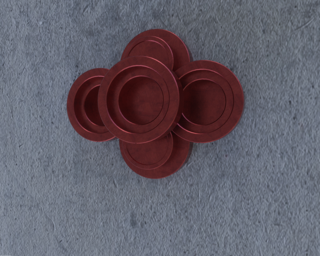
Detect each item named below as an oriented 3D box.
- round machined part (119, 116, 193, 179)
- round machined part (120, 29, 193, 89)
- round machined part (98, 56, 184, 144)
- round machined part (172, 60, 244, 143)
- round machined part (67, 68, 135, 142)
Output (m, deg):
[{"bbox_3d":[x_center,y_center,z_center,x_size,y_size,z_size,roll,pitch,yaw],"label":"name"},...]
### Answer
[{"bbox_3d":[-0.010,0.018,0.403,0.098,0.042,0.097,0,90,19],"label":"round machined part"},{"bbox_3d":[-0.009,-0.081,0.403,0.098,0.042,0.097,0,90,19],"label":"round machined part"},{"bbox_3d":[-0.019,-0.031,0.362,0.098,0.042,0.097,0,90,19],"label":"round machined part"},{"bbox_3d":[0.054,-0.031,0.381,0.098,0.042,0.097,0,90,19],"label":"round machined part"},{"bbox_3d":[-0.074,-0.030,0.426,0.098,0.042,0.097,0,90,19],"label":"round machined part"}]
